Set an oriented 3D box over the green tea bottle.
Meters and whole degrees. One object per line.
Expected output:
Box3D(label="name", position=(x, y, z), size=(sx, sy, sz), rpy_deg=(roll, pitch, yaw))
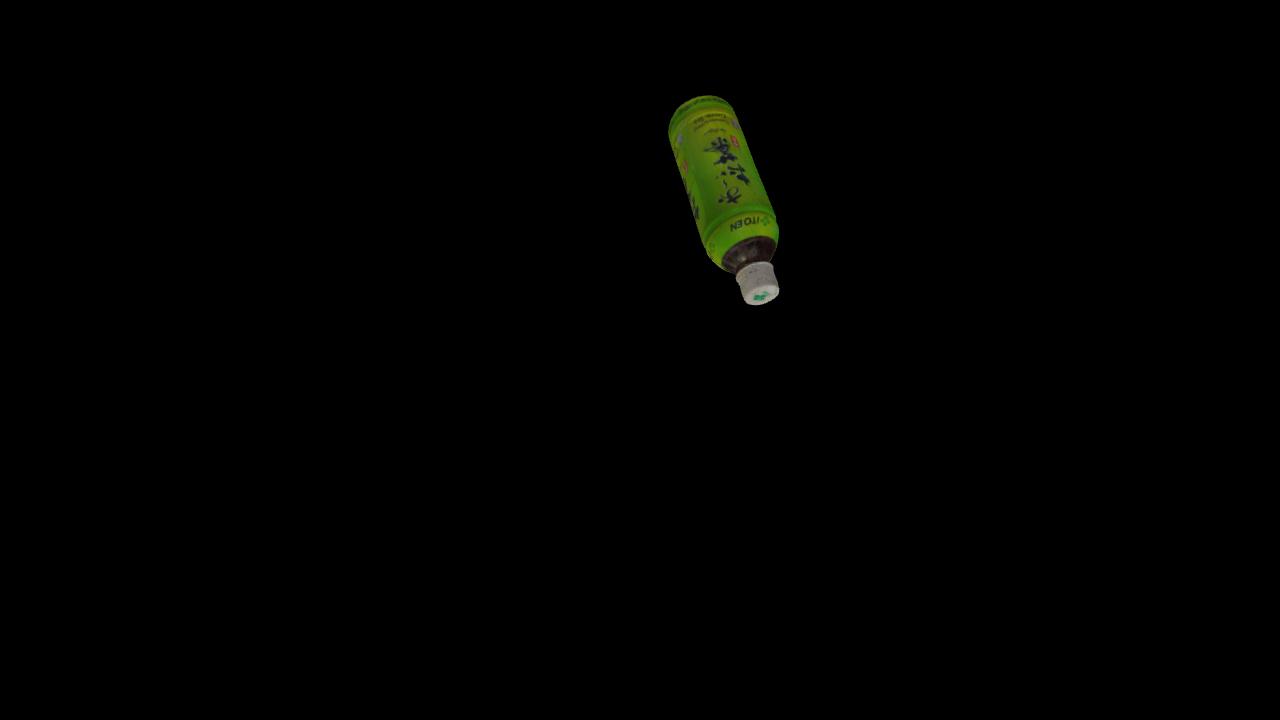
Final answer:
Box3D(label="green tea bottle", position=(0.082, -0.146, 0.564), size=(0.073, 0.212, 0.073), rpy_deg=(-12, -27, -6))
